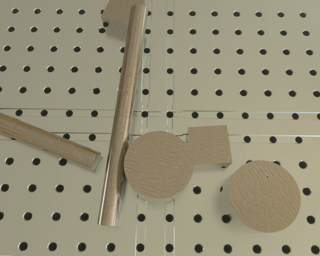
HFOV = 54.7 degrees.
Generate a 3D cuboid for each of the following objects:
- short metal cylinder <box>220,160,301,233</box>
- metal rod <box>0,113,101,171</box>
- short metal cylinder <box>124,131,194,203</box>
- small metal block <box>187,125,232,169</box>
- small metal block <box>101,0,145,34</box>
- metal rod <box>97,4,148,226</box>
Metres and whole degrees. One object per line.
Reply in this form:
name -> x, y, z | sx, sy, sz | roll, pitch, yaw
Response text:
short metal cylinder -> 0.117, 0.083, 0.369 | 0.081, 0.050, 0.080 | 0, 70, 0
metal rod -> -0.221, -0.010, 0.413 | 0.301, 0.025, 0.025 | 21, 71, 7
short metal cylinder -> -0.001, 0.049, 0.380 | 0.081, 0.050, 0.080 | 0, 70, 0
small metal block -> 0.063, 0.025, 0.403 | 0.050, 0.025, 0.050 | -3, 70, -2
small metal block -> -0.055, -0.175, 0.475 | 0.050, 0.025, 0.050 | 19, 71, 7
metal rod -> -0.046, -0.028, 0.408 | 0.025, 0.025, 0.299 | 6, 75, 2
